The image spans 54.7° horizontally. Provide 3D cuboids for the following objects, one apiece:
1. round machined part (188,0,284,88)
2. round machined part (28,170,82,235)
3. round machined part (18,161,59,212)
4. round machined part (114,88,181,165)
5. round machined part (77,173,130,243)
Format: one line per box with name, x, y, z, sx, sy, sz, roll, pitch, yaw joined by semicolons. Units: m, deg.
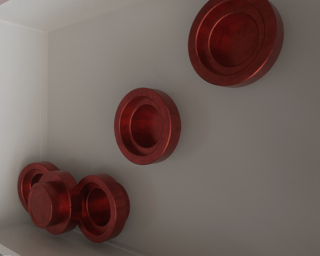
round machined part;0.082;-0.091;0.328;0.098;0.042;0.097;0;90;40
round machined part;-0.168;0.116;0.479;0.098;0.042;0.097;0;90;39
round machined part;-0.204;0.108;0.555;0.098;0.042;0.097;2;94;26
round machined part;-0.012;-0.002;0.405;0.098;0.042;0.097;0;90;40
round machined part;-0.084;0.117;0.465;0.098;0.042;0.097;0;90;40
